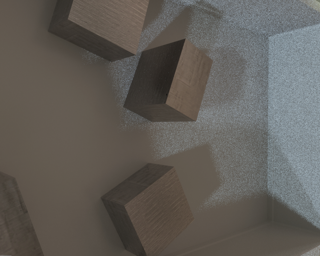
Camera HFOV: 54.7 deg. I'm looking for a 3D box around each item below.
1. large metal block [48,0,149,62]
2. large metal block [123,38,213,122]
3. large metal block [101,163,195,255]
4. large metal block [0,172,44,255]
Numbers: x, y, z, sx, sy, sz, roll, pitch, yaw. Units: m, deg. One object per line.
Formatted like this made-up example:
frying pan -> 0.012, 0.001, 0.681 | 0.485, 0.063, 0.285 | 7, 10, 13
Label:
large metal block -> -0.064, -0.129, 0.338 | 0.080, 0.050, 0.080 | 20, 77, -39
large metal block -> 0.009, -0.054, 0.380 | 0.050, 0.080, 0.080 | 28, 73, -37
large metal block -> -0.013, 0.100, 0.382 | 0.081, 0.050, 0.080 | -33, 111, -35
large metal block -> -0.142, 0.082, 0.253 | 0.050, 0.080, 0.080 | -24, 105, -38
